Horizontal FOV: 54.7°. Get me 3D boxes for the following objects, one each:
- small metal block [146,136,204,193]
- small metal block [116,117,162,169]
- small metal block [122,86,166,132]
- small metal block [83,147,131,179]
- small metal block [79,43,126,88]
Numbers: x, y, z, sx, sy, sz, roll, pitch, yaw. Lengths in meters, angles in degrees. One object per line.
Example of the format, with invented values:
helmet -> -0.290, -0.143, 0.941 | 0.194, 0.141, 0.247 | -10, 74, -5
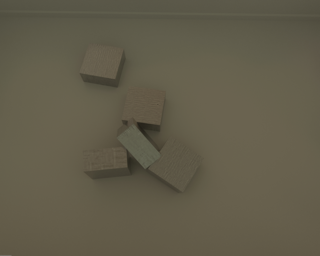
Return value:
small metal block -> 0.018, 0.046, 0.388 | 0.050, 0.025, 0.050 | 34, 73, 1
small metal block -> -0.026, 0.017, 0.378 | 0.025, 0.050, 0.050 | -40, 102, 2
small metal block -> -0.021, -0.026, 0.419 | 0.050, 0.025, 0.050 | 8, 70, 3
small metal block -> -0.063, 0.044, 0.380 | 0.050, 0.050, 0.025 | -5, 71, -2
small metal block -> -0.081, -0.089, 0.442 | 0.050, 0.025, 0.050 | 10, 70, 4
